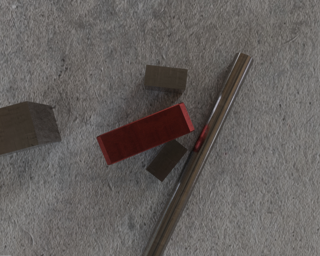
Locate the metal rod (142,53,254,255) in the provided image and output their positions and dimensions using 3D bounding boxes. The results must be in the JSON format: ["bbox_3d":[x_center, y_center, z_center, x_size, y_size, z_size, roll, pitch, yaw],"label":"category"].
[{"bbox_3d":[0.049,0.041,0.410,0.025,0.025,0.299,25,90,-1],"label":"metal rod"}]

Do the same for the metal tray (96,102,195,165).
[{"bbox_3d":[-0.014,0.005,0.357,0.090,0.130,0.030,-22,90,0],"label":"metal tray"}]

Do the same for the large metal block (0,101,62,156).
[{"bbox_3d":[-0.179,0.004,0.380,0.080,0.080,0.050,-15,90,0],"label":"large metal block"}]

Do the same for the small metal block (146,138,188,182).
[{"bbox_3d":[0.008,0.038,0.398,0.025,0.050,0.050,39,90,-1],"label":"small metal block"}]

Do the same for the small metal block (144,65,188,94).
[{"bbox_3d":[0.007,-0.061,0.398,0.050,0.050,0.025,6,90,-1],"label":"small metal block"}]
